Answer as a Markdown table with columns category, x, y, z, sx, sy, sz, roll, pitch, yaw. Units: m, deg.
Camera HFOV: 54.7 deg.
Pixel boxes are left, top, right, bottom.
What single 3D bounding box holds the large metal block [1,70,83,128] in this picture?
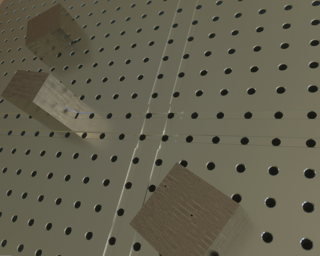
| category | x | y | z | sx | sy | sz | roll | pitch | yaw |
| --- | --- | --- | --- | --- | --- | --- | --- | --- | --- |
| large metal block | -0.187 | -0.046 | 0.497 | 0.080 | 0.080 | 0.050 | 11 | 67 | 32 |

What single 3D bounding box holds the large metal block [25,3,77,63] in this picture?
| category | x | y | z | sx | sy | sz | roll | pitch | yaw |
| --- | --- | --- | --- | --- | --- | --- | --- | --- | --- |
| large metal block | -0.216 | -0.190 | 0.619 | 0.080 | 0.050 | 0.080 | -23 | 53 | 14 |

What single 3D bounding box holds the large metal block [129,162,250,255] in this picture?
| category | x | y | z | sx | sy | sz | roll | pitch | yaw |
| --- | --- | --- | --- | --- | --- | --- | --- | --- | --- |
| large metal block | 0.031 | 0.095 | 0.317 | 0.080 | 0.050 | 0.080 | 31 | 79 | 37 |
